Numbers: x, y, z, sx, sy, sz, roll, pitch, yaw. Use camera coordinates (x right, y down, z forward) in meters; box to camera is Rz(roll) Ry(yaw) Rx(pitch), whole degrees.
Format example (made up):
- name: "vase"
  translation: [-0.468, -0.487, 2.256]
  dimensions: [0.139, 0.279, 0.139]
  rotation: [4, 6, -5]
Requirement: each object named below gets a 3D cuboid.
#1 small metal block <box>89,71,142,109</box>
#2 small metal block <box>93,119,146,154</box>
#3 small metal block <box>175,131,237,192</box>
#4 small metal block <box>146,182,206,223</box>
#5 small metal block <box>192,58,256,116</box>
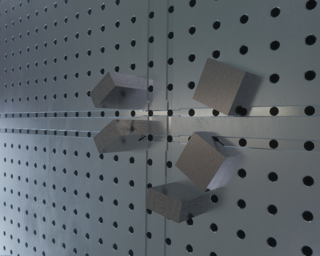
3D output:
- name: "small metal block"
  translation: [-0.064, -0.053, 0.447]
  dimensions: [0.050, 0.050, 0.025]
  rotation: [-40, 66, 33]
- name: "small metal block"
  translation: [-0.057, 0.012, 0.442]
  dimensions: [0.050, 0.050, 0.025]
  rotation: [-39, 67, 33]
- name: "small metal block"
  translation: [0.053, 0.039, 0.367]
  dimensions: [0.050, 0.025, 0.050]
  rotation: [41, 115, 32]
- name: "small metal block"
  translation: [0.020, 0.089, 0.378]
  dimensions: [0.050, 0.050, 0.025]
  rotation: [14, 99, 39]
- name: "small metal block"
  translation: [0.071, -0.046, 0.351]
  dimensions: [0.050, 0.025, 0.050]
  rotation: [31, 109, 35]
